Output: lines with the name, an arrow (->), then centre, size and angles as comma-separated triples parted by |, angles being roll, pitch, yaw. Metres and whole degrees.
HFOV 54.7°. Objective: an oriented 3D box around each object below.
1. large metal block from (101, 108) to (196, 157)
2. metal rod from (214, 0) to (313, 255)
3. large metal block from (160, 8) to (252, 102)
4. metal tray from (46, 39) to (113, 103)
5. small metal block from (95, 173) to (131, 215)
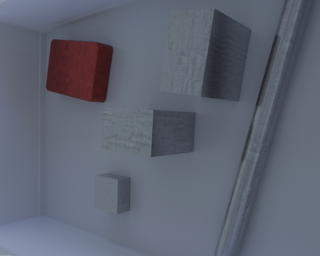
large metal block -> -0.013, 0.003, 0.380 | 0.080, 0.081, 0.050 | 5, 94, 39
metal rod -> 0.105, 0.000, 0.319 | 0.025, 0.025, 0.298 | 21, 103, 38
large metal block -> 0.050, -0.073, 0.328 | 0.050, 0.081, 0.079 | 14, 99, 39
metal tray -> -0.137, -0.097, 0.514 | 0.130, 0.030, 0.089 | 16, 100, 38
small metal block -> -0.071, 0.097, 0.463 | 0.050, 0.025, 0.050 | 2, 91, 39
